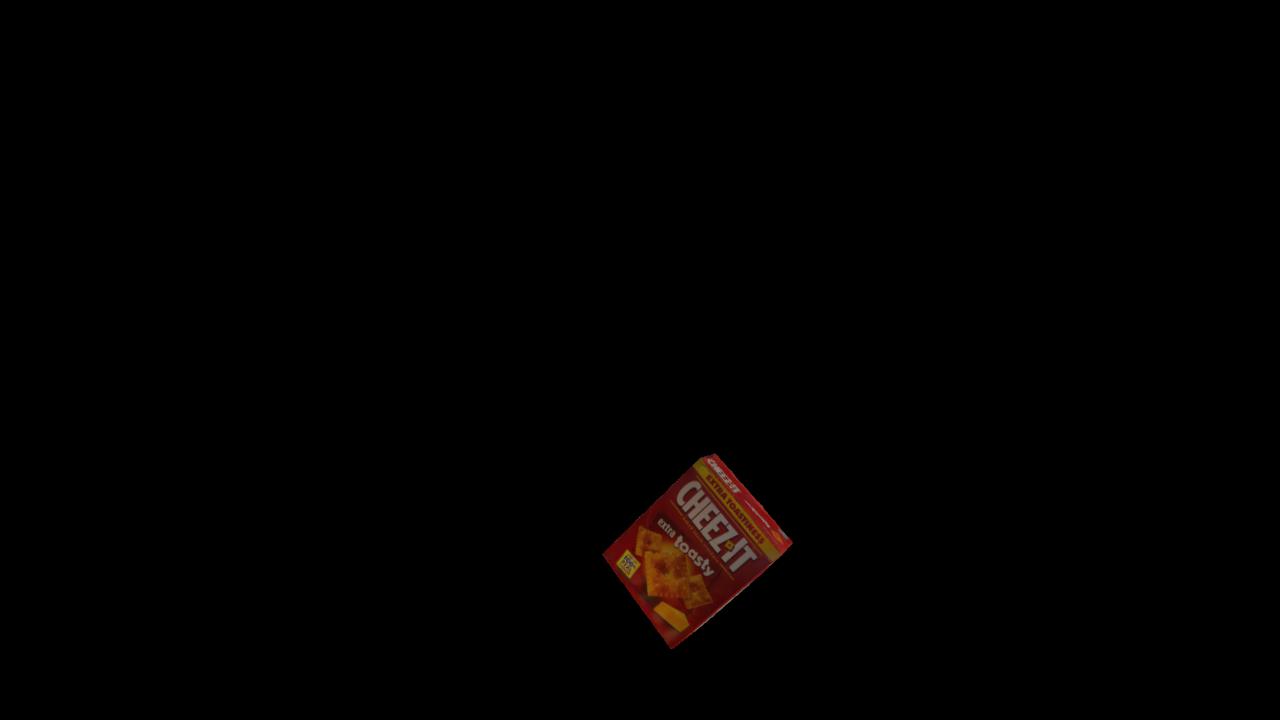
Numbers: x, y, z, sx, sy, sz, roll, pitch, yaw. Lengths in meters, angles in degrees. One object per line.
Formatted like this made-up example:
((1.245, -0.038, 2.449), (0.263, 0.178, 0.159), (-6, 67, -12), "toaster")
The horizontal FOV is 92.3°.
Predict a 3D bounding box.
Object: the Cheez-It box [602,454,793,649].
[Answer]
((0.077, 0.267, 0.868), (0.223, 0.166, 0.071), (-48, -21, 17), "Cheez-It box")
